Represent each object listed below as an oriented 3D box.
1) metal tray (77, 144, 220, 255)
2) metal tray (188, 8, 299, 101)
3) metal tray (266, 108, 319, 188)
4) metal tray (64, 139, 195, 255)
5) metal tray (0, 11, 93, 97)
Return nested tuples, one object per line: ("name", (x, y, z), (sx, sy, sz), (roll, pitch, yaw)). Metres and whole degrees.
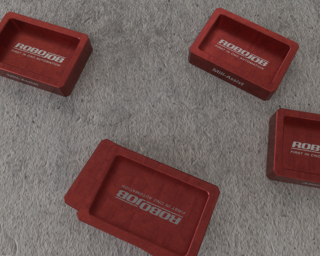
("metal tray", (-0.011, 0.084, 0.341), (0.130, 0.030, 0.090), (22, 71, 7))
("metal tray", (0.118, -0.108, 0.445), (0.130, 0.030, 0.090), (29, 72, 10))
("metal tray", (0.208, 0.030, 0.395), (0.131, 0.030, 0.090), (9, 70, 3))
("metal tray", (-0.035, 0.082, 0.375), (0.130, 0.030, 0.090), (28, 72, 9))
("metal tray", (-0.175, -0.107, 0.442), (0.131, 0.030, 0.090), (18, 71, 6))
